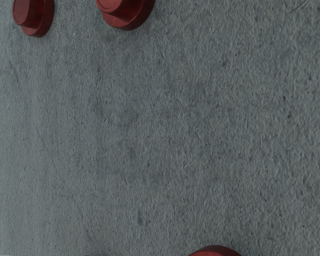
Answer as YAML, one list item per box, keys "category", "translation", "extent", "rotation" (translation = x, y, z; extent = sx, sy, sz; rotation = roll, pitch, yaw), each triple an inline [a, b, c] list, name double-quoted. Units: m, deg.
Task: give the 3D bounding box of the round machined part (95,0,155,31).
- category: "round machined part"
  translation: [-0.055, -0.192, 0.439]
  extent: [0.098, 0.042, 0.097]
  rotation: [0, 90, 40]

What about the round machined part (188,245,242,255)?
- category: "round machined part"
  translation: [0.070, 0.177, 0.336]
  extent: [0.098, 0.042, 0.097]
  rotation: [0, 90, 40]

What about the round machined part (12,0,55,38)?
- category: "round machined part"
  translation: [-0.250, -0.229, 0.601]
  extent: [0.098, 0.042, 0.097]
  rotation: [0, 90, 40]
